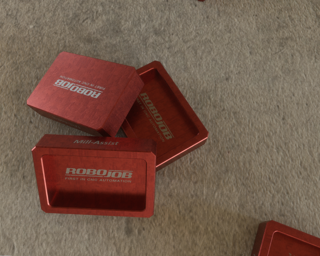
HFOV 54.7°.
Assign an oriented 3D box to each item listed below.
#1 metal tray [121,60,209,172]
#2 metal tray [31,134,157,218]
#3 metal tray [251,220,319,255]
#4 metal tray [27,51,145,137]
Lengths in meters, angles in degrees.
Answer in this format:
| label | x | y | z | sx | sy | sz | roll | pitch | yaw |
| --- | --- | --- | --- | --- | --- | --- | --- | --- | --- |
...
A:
| label | x | y | z | sx | sy | sz | roll | pitch | yaw |
| --- | --- | --- | --- | --- | --- | --- | --- | --- | --- |
| metal tray | -0.008 | -0.016 | 0.411 | 0.090 | 0.030 | 0.130 | -29 | 73 | -11 |
| metal tray | -0.071 | 0.056 | 0.355 | 0.131 | 0.089 | 0.030 | 3 | 26 | 0 |
| metal tray | 0.142 | 0.180 | 0.341 | 0.090 | 0.030 | 0.130 | 20 | 71 | 7 |
| metal tray | -0.097 | -0.045 | 0.397 | 0.130 | 0.030 | 0.090 | 18 | 70 | 28 |
